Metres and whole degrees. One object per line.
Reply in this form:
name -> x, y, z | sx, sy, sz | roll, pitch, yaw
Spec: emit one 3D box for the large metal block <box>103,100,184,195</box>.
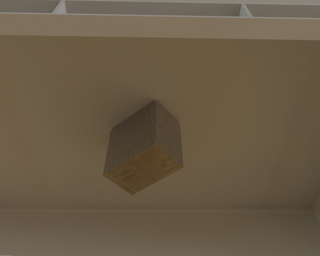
large metal block -> -0.020, 0.025, 0.390 | 0.080, 0.080, 0.050 | -32, 123, 24
